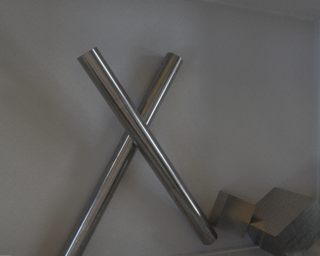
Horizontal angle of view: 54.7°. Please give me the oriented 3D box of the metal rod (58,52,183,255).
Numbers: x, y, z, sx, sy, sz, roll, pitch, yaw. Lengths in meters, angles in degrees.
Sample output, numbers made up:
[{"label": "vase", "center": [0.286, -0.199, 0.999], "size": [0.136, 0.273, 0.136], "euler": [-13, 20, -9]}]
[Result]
[{"label": "metal rod", "center": [-0.048, 0.036, 0.393], "size": [0.025, 0.025, 0.299], "euler": [30, 80, -18]}]

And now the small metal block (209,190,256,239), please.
[{"label": "small metal block", "center": [0.104, 0.126, 0.451], "size": [0.050, 0.025, 0.050], "euler": [26, 81, -19]}]

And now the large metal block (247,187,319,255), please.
[{"label": "large metal block", "center": [0.178, 0.137, 0.449], "size": [0.080, 0.080, 0.050], "euler": [-35, 102, -17]}]

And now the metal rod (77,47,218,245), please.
[{"label": "metal rod", "center": [-0.005, 0.037, 0.387], "size": [0.025, 0.025, 0.299], "euler": [-38, 111, -16]}]
